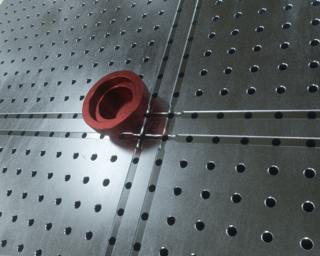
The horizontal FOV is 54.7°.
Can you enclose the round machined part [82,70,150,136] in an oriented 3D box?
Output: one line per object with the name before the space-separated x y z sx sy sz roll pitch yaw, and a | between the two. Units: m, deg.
round machined part | -0.059 -0.032 0.446 0.098 0.042 0.098 -13 56 20
